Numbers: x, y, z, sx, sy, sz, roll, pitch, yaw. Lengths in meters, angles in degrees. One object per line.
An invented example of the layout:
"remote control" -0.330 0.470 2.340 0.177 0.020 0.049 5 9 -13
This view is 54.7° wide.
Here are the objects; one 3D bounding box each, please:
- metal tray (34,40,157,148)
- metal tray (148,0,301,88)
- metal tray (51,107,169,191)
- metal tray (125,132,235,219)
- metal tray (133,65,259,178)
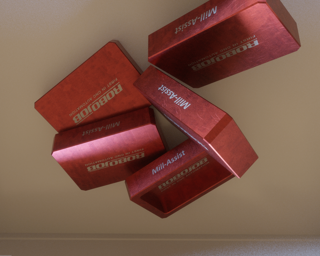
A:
"metal tray" -0.079 -0.037 0.394 0.130 0.030 0.090 -36 107 12
"metal tray" 0.063 -0.088 0.320 0.130 0.030 0.090 -17 154 38
"metal tray" -0.058 0.031 0.400 0.131 0.030 0.090 -16 135 5
"metal tray" 0.032 0.064 0.409 0.130 0.030 0.090 -34 137 10
"metal tray" 0.035 -0.009 0.331 0.030 0.130 0.090 -48 137 -1
